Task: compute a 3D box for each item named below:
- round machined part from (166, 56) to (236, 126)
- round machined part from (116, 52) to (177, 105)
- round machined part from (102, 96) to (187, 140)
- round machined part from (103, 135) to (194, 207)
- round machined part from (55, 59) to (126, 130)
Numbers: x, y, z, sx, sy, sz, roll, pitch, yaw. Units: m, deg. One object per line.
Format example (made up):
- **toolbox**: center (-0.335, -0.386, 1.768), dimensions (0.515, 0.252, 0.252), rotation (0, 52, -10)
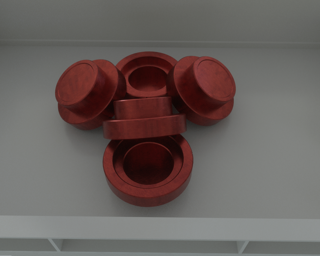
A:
- **round machined part**: center (0.061, -0.055, 0.409), dimensions (0.099, 0.042, 0.098), rotation (15, 58, -26)
- **round machined part**: center (-0.016, -0.063, 0.443), dimensions (0.099, 0.042, 0.098), rotation (0, 50, 0)
- **round machined part**: center (-0.019, -0.014, 0.366), dimensions (0.099, 0.098, 0.042), rotation (-5, 95, -4)
- **round machined part**: center (-0.013, 0.045, 0.353), dimensions (0.099, 0.042, 0.098), rotation (0, 50, 0)
- **round machined part**: center (-0.097, -0.050, 0.405), dimensions (0.098, 0.042, 0.098), rotation (-13, 60, 24)
